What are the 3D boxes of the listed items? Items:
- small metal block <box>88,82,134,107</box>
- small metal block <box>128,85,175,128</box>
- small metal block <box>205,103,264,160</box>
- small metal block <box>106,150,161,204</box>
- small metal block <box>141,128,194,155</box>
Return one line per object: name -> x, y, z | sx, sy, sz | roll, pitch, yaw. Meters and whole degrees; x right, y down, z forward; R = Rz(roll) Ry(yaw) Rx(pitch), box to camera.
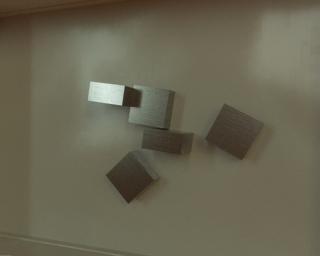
small metal block -> -0.060, -0.044, 0.419 | 0.050, 0.050, 0.025 | 9, 93, 20
small metal block -> -0.011, -0.028, 0.414 | 0.050, 0.025, 0.050 | 10, 93, 19
small metal block -> 0.091, 0.004, 0.378 | 0.050, 0.025, 0.050 | 30, 100, 17
small metal block -> -0.037, 0.066, 0.423 | 0.050, 0.025, 0.050 | -45, 76, 14
small metal block -> 0.011, 0.016, 0.393 | 0.050, 0.050, 0.025 | 8, 93, 20
